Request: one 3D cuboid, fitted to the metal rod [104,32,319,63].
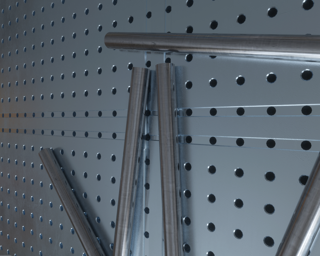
[{"bbox_3d":[0.039,-0.102,0.375,0.300,0.025,0.025,15,100,38],"label":"metal rod"}]

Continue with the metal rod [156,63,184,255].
[{"bbox_3d":[0.014,0.067,0.396,0.025,0.025,0.298,-4,87,39],"label":"metal rod"}]

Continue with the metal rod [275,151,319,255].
[{"bbox_3d":[0.159,0.018,0.277,0.025,0.025,0.298,26,106,36],"label":"metal rod"}]

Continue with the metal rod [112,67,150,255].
[{"bbox_3d":[-0.043,0.065,0.442,0.025,0.025,0.298,11,97,39],"label":"metal rod"}]

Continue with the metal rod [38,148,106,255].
[{"bbox_3d":[-0.136,0.154,0.518,0.025,0.025,0.300,-51,60,27],"label":"metal rod"}]
